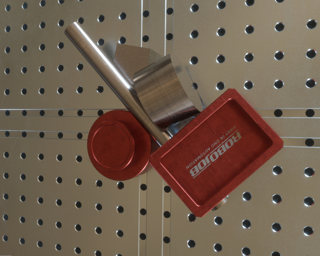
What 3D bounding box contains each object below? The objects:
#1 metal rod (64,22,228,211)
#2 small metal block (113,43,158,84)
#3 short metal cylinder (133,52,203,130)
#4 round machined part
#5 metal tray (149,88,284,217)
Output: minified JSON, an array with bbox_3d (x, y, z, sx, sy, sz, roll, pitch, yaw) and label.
[{"bbox_3d":[-0.021,-0.018,0.401,0.025,0.025,0.300,-41,85,15],"label":"metal rod"},{"bbox_3d":[-0.036,-0.085,0.425,0.050,0.025,0.050,14,95,19],"label":"small metal block"},{"bbox_3d":[0.011,-0.044,0.378,0.050,0.080,0.080,-26,82,18],"label":"short metal cylinder"},{"bbox_3d":[-0.058,0.023,0.422,0.098,0.042,0.097,0,90,19],"label":"round machined part"},{"bbox_3d":[0.064,0.028,0.364,0.130,0.030,0.090,-41,85,-1],"label":"metal tray"}]
